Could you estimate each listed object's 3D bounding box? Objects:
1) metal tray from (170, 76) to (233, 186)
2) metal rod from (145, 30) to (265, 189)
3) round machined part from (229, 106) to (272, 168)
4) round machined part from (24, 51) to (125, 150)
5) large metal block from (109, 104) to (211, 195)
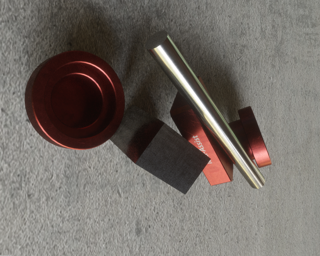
[{"bbox_3d":[0.064,0.004,0.432,0.130,0.030,0.090,59,28,-24],"label":"metal tray"},{"bbox_3d":[0.075,0.001,0.388,0.300,0.025,0.025,47,62,-40],"label":"metal rod"},{"bbox_3d":[0.140,0.017,0.494,0.098,0.042,0.098,-20,90,-74],"label":"round machined part"},{"bbox_3d":[-0.089,-0.027,0.320,0.099,0.042,0.097,0,90,-40],"label":"round machined part"},{"bbox_3d":[-0.002,0.023,0.361,0.080,0.080,0.050,37,87,-34],"label":"large metal block"}]
